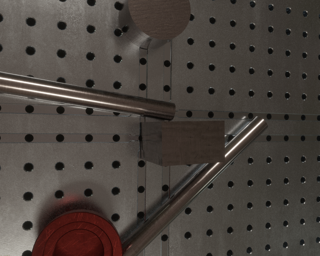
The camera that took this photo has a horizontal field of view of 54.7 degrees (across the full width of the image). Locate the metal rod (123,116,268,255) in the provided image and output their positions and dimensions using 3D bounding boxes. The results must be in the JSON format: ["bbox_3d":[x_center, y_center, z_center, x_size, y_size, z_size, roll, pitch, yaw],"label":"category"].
[{"bbox_3d":[0.043,0.086,0.430,0.301,0.025,0.025,-41,103,-16],"label":"metal rod"}]

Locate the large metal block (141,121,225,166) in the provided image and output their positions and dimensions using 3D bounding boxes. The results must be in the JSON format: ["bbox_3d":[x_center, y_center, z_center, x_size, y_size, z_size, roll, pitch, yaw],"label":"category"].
[{"bbox_3d":[0.026,0.017,0.394,0.081,0.080,0.050,-1,91,-20],"label":"large metal block"}]

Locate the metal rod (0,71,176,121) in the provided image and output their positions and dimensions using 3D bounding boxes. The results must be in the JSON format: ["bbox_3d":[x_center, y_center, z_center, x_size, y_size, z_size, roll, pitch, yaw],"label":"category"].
[{"bbox_3d":[-0.124,-0.043,0.367,0.302,0.025,0.025,8,87,-20],"label":"metal rod"}]

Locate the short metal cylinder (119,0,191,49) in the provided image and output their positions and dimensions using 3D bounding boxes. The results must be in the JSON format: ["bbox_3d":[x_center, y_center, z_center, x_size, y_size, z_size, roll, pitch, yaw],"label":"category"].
[{"bbox_3d":[-0.008,-0.147,0.397,0.081,0.050,0.079,0,90,-21],"label":"short metal cylinder"}]

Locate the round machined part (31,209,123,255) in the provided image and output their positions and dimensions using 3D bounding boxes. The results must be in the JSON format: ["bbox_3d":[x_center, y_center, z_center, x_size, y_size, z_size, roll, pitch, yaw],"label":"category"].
[{"bbox_3d":[-0.094,0.145,0.363,0.099,0.042,0.097,1,83,-11],"label":"round machined part"}]
